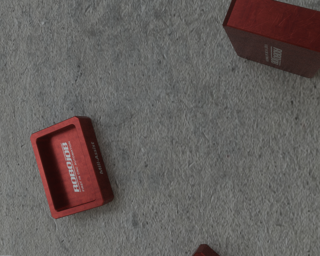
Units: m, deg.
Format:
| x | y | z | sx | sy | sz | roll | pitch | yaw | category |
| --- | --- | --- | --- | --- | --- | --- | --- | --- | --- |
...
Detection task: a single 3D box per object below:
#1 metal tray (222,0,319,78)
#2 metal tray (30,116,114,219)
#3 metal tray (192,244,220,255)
| x | y | z | sx | sy | sz | roll | pitch | yaw | category |
| --- | --- | --- | --- | --- | --- | --- | --- | --- | --- |
| 0.119 | -0.087 | 0.311 | 0.090 | 0.130 | 0.030 | 23 | 98 | 18 | metal tray |
| -0.129 | 0.057 | 0.451 | 0.090 | 0.030 | 0.129 | -20 | 83 | 18 | metal tray |
| 0.049 | 0.226 | 0.389 | 0.090 | 0.030 | 0.129 | 38 | 102 | 16 | metal tray |
